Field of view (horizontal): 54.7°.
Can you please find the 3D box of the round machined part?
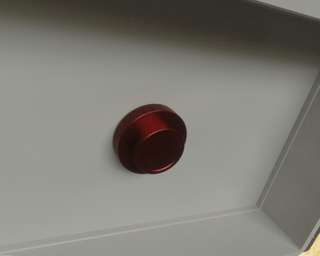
[{"bbox_3d":[-0.007,0.021,0.404,0.099,0.042,0.097,-14,125,-21],"label":"round machined part"}]
